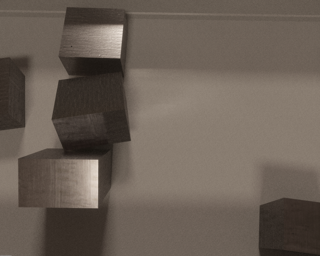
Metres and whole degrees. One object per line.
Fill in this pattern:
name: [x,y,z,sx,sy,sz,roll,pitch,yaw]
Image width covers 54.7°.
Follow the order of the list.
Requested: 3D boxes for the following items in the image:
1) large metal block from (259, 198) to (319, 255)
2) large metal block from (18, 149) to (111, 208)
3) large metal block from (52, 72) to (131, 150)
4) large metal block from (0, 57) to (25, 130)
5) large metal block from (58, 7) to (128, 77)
large metal block: [0.162,0.112,0.341,0.080,0.080,0.050,7,70,2]
large metal block: [-0.103,0.054,0.353,0.081,0.080,0.050,1,94,0]
large metal block: [-0.083,-0.023,0.387,0.081,0.050,0.080,-9,42,-4]
large metal block: [-0.229,-0.041,0.409,0.081,0.050,0.080,-8,70,-3]
large metal block: [-0.091,-0.121,0.439,0.081,0.050,0.080,2,70,0]
